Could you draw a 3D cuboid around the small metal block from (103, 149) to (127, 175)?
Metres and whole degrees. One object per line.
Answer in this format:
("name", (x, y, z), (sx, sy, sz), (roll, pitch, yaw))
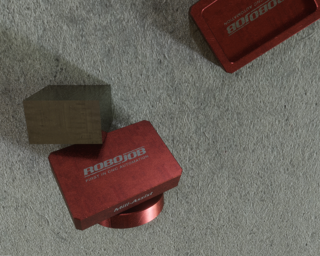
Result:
("small metal block", (-0.055, 0.038, 0.408), (0.050, 0.050, 0.025), (-5, 120, 2))

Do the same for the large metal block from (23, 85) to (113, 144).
("large metal block", (-0.104, -0.019, 0.372), (0.081, 0.080, 0.050), (0, 110, 0))

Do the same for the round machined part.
("round machined part", (-0.045, 0.081, 0.400), (0.099, 0.098, 0.042), (-2, 111, 1))

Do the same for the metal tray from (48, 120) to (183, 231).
("metal tray", (-0.051, 0.049, 0.365), (0.131, 0.090, 0.030), (-20, 148, -24))

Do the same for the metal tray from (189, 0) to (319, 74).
("metal tray", (0.111, -0.135, 0.357), (0.130, 0.030, 0.090), (-32, 107, 11))
